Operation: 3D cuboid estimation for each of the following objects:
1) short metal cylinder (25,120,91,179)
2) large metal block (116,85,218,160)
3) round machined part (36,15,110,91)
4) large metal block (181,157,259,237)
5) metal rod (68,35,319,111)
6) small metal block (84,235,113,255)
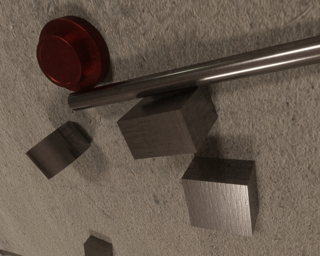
[{"bbox_3d":[-0.153,0.032,0.469,0.080,0.080,0.050,-30,102,37],"label":"short metal cylinder"},{"bbox_3d":[0.012,-0.010,0.358,0.080,0.080,0.050,-10,114,32],"label":"large metal block"},{"bbox_3d":[-0.118,-0.091,0.400,0.098,0.042,0.097,13,124,20],"label":"round machined part"},{"bbox_3d":[0.080,0.087,0.401,0.080,0.050,0.079,1,119,27],"label":"large metal block"},{"bbox_3d":[0.018,-0.054,0.349,0.300,0.025,0.025,-8,115,27],"label":"metal rod"},{"bbox_3d":[-0.124,0.250,0.624,0.050,0.025,0.050,16,125,19],"label":"small metal block"}]
